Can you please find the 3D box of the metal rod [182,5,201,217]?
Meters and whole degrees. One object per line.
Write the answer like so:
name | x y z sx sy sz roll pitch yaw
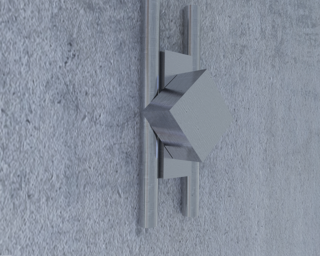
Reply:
metal rod | 0.045 -0.024 0.447 0.025 0.025 0.298 1 90 -40

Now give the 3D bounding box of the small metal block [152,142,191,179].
small metal block | 0.016 0.041 0.420 0.050 0.025 0.050 1 90 -40

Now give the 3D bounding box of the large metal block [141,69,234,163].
large metal block | 0.037 -0.015 0.388 0.080 0.050 0.080 -49 119 -29

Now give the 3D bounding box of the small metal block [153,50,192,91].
small metal block | 0.017 -0.075 0.421 0.050 0.025 0.050 1 90 -40

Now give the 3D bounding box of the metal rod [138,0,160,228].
metal rod | -0.013 -0.025 0.397 0.025 0.025 0.298 1 90 -40
